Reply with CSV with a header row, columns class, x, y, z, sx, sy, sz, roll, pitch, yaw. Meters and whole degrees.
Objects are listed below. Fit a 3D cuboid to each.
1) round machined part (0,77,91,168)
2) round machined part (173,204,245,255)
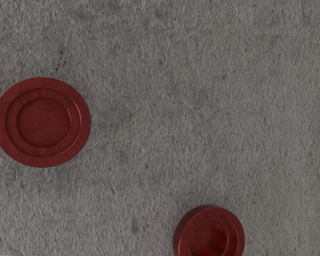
class,x,y,z,sx,sy,sz,roll,pitch,yaw
round machined part,-0.131,-0.006,0.352,0.099,0.042,0.097,0,90,-20
round machined part,0.062,0.152,0.423,0.099,0.042,0.097,0,90,-20
